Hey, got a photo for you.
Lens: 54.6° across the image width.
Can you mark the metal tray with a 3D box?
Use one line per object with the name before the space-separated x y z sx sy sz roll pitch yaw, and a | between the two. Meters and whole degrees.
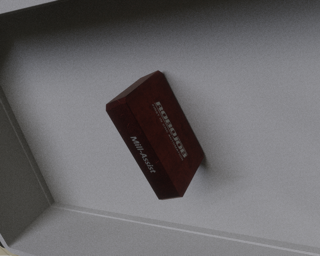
metal tray | 0.000 0.007 0.368 0.030 0.090 0.130 -17 110 34
